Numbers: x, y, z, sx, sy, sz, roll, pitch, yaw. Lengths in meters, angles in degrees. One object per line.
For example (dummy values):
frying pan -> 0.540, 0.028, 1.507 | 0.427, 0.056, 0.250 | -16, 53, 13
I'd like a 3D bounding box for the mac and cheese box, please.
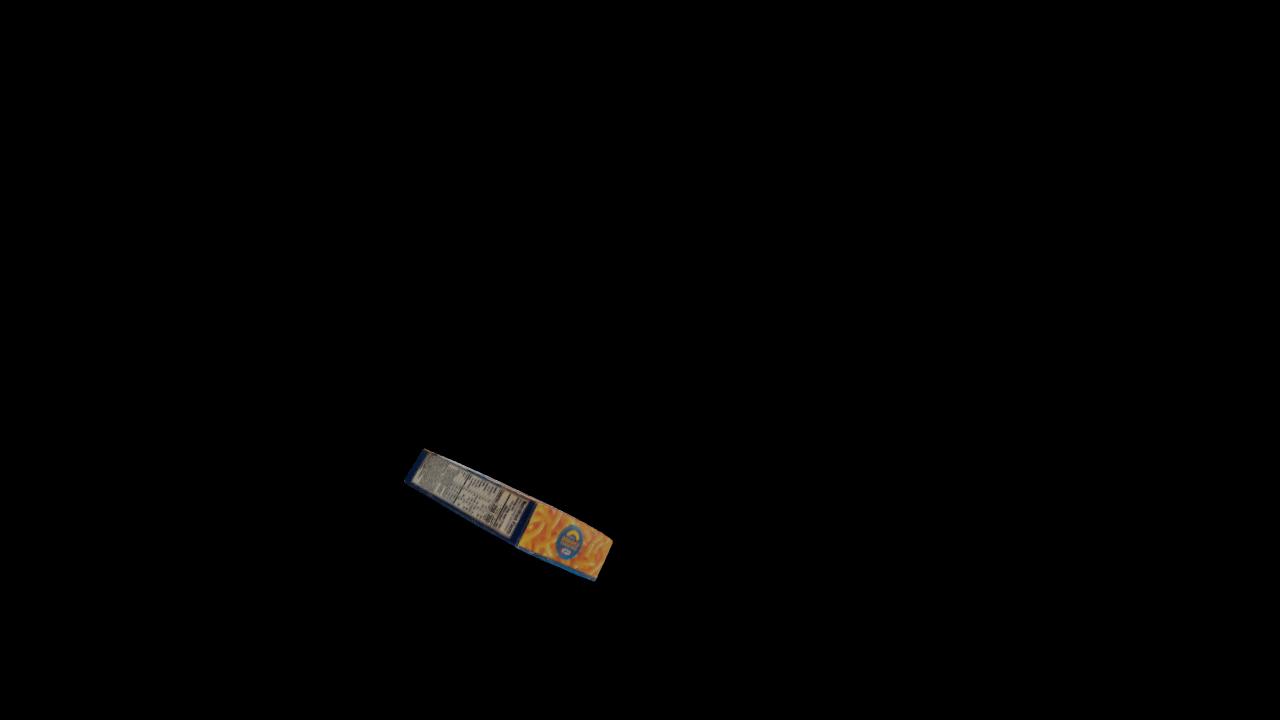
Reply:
mac and cheese box -> -0.117, 0.128, 0.525 | 0.184, 0.041, 0.093 | 9, -25, 44
